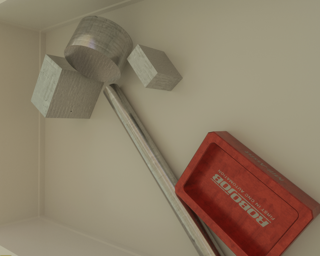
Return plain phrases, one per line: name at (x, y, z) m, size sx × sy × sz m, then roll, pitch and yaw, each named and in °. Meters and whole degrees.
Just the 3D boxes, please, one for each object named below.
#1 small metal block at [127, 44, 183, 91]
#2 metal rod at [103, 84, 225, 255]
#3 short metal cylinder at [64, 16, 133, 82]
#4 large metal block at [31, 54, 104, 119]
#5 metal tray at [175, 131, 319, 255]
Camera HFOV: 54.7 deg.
small metal block at (-0.006, -0.076, 0.394) m, size 0.025 × 0.050 × 0.050 m, roll -46°, pitch 63°, yaw 30°
metal rod at (0.001, 0.057, 0.403) m, size 0.025 × 0.025 × 0.299 m, roll -48°, pitch 62°, yaw 29°
short metal cylinder at (-0.084, -0.107, 0.428) m, size 0.080 × 0.080 × 0.050 m, roll -1°, pitch 61°, yaw 39°
large metal block at (-0.143, -0.062, 0.486) m, size 0.050 × 0.081 × 0.079 m, roll 40°, pitch 114°, yaw 32°
metal tray at (0.085, 0.075, 0.331) m, size 0.130 × 0.030 × 0.089 m, roll 42°, pitch 115°, yaw 31°
